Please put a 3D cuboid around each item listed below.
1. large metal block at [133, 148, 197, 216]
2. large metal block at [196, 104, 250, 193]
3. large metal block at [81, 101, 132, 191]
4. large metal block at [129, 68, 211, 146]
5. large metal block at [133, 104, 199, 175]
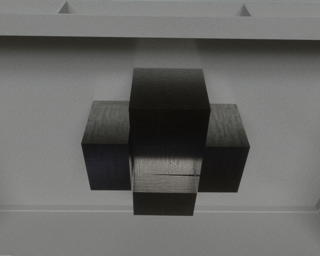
[{"bbox_3d":[0.005,0.074,0.434,0.081,0.080,0.050,1,130,-1],"label":"large metal block"},{"bbox_3d":[0.073,0.025,0.394,0.050,0.080,0.079,1,130,-1],"label":"large metal block"},{"bbox_3d":[-0.060,0.021,0.389,0.050,0.080,0.079,1,130,-1],"label":"large metal block"},{"bbox_3d":[0.009,-0.025,0.349,0.081,0.080,0.050,1,130,-1],"label":"large metal block"},{"bbox_3d":[0.008,0.015,0.402,0.081,0.050,0.079,0,130,-1],"label":"large metal block"}]
